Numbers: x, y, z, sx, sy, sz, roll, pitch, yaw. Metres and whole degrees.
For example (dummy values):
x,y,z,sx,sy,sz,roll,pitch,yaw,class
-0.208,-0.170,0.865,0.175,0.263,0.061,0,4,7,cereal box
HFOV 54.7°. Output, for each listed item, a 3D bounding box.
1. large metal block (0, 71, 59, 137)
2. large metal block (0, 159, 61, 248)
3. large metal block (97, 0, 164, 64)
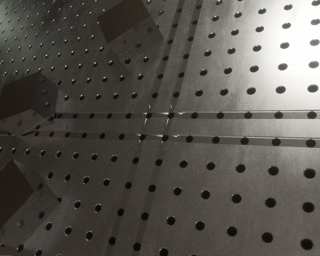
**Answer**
x,y,z,sx,sy,sz,roll,pitch,yaw,class
-0.228,-0.041,0.534,0.080,0.050,0.080,-16,55,18,large metal block
-0.200,0.104,0.431,0.080,0.050,0.080,-49,52,-7,large metal block
-0.051,-0.168,0.520,0.080,0.050,0.080,-30,52,8,large metal block
